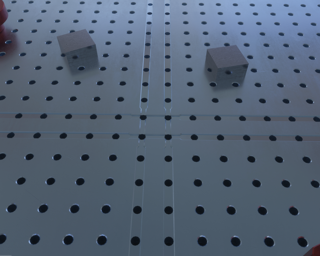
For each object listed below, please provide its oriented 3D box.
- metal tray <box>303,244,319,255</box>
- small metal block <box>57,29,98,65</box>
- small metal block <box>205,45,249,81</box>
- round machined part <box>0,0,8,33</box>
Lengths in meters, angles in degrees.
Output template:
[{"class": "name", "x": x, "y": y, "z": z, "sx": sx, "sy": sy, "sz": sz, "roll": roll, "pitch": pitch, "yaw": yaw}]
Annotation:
[{"class": "metal tray", "x": 0.218, "y": 0.135, "z": 0.293, "sx": 0.131, "sy": 0.030, "sz": 0.090, "roll": -18, "pitch": 53, "yaw": -15}, {"class": "small metal block", "x": -0.139, "y": -0.137, "z": 0.521, "sx": 0.050, "sy": 0.025, "sz": 0.050, "roll": -22, "pitch": 54, "yaw": -18}, {"class": "small metal block", "x": 0.106, "y": -0.105, "z": 0.498, "sx": 0.050, "sy": 0.025, "sz": 0.050, "roll": -10, "pitch": 51, "yaw": -9}, {"class": "round machined part", "x": -0.324, "y": -0.195, "z": 0.556, "sx": 0.099, "sy": 0.042, "sz": 0.098, "roll": 0, "pitch": 50, "yaw": 0}]
